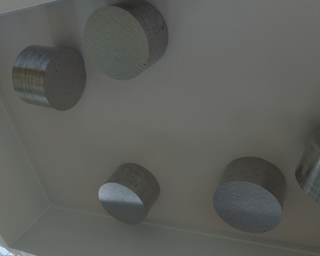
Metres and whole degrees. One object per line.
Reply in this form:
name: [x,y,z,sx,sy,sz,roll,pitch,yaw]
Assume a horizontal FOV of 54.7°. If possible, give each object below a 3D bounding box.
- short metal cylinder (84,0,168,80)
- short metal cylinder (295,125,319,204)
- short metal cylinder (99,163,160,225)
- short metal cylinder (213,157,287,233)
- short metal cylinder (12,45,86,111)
short metal cylinder: [-0.037,-0.100,0.350,0.080,0.050,0.079,13,124,21]
short metal cylinder: [0.181,0.038,0.301,0.080,0.080,0.050,19,126,17]
short metal cylinder: [-0.047,0.101,0.480,0.080,0.050,0.079,13,124,21]
short metal cylinder: [0.112,0.083,0.385,0.080,0.050,0.079,13,124,21]
short metal cylinder: [-0.143,-0.066,0.408,0.050,0.080,0.079,12,124,21]
